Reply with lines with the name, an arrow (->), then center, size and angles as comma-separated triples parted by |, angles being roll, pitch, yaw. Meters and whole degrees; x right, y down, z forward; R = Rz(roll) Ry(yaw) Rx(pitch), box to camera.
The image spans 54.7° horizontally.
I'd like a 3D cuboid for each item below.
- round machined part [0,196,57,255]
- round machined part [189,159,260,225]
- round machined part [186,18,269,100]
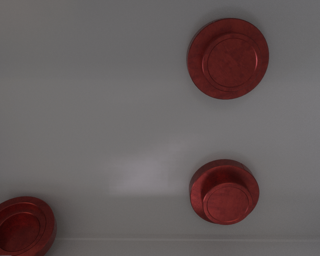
round machined part -> -0.195, 0.148, 0.431 | 0.099, 0.098, 0.042 | 3, 136, -2
round machined part -> 0.092, 0.097, 0.439 | 0.099, 0.042, 0.097 | 0, 110, 0
round machined part -> 0.082, -0.081, 0.373 | 0.099, 0.042, 0.097 | 0, 110, 0
